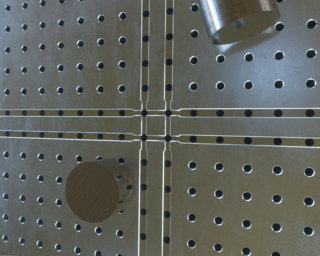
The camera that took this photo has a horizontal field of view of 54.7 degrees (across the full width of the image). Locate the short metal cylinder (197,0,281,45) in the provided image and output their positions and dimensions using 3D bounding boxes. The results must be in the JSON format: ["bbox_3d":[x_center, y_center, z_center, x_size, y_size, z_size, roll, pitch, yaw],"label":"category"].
[{"bbox_3d":[0.088,-0.135,0.352,0.080,0.080,0.050,-17,84,19],"label":"short metal cylinder"}]

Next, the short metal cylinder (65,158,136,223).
[{"bbox_3d":[-0.081,0.083,0.427,0.080,0.050,0.079,0,90,19],"label":"short metal cylinder"}]
